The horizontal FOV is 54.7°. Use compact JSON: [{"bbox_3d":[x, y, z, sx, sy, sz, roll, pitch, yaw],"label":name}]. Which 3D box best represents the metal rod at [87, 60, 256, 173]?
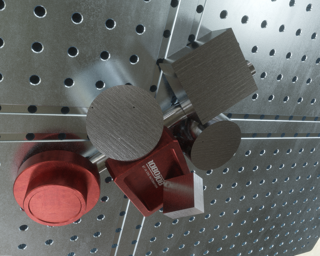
[{"bbox_3d":[-0.003,-0.003,0.410,0.301,0.025,0.025,-32,129,-7],"label":"metal rod"}]

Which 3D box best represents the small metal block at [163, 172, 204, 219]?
[{"bbox_3d":[0.032,0.095,0.434,0.050,0.050,0.025,-21,139,30],"label":"small metal block"}]

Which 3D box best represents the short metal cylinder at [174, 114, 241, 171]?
[{"bbox_3d":[0.066,0.013,0.438,0.081,0.050,0.079,-14,124,-21],"label":"short metal cylinder"}]

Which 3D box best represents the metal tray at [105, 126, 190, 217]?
[{"bbox_3d":[-0.007,0.065,0.425,0.090,0.030,0.130,-33,142,-7],"label":"metal tray"}]

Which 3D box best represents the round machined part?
[{"bbox_3d":[-0.121,0.077,0.365,0.099,0.042,0.097,-5,124,-7],"label":"round machined part"}]

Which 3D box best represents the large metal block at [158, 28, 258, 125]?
[{"bbox_3d":[0.057,-0.062,0.372,0.080,0.050,0.080,-32,109,-7],"label":"large metal block"}]

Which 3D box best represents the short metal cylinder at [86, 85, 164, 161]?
[{"bbox_3d":[-0.037,-0.003,0.346,0.081,0.050,0.080,0,82,-3],"label":"short metal cylinder"}]
